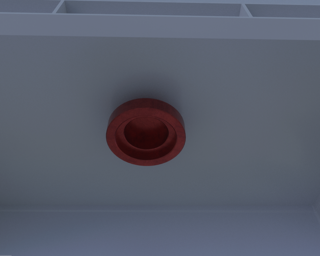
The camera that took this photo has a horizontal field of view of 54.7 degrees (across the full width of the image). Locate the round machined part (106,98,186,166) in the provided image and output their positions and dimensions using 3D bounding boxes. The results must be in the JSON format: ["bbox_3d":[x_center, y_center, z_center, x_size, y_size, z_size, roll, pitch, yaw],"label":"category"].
[{"bbox_3d":[-0.017,0.001,0.399,0.099,0.042,0.097,-1,130,0],"label":"round machined part"}]
